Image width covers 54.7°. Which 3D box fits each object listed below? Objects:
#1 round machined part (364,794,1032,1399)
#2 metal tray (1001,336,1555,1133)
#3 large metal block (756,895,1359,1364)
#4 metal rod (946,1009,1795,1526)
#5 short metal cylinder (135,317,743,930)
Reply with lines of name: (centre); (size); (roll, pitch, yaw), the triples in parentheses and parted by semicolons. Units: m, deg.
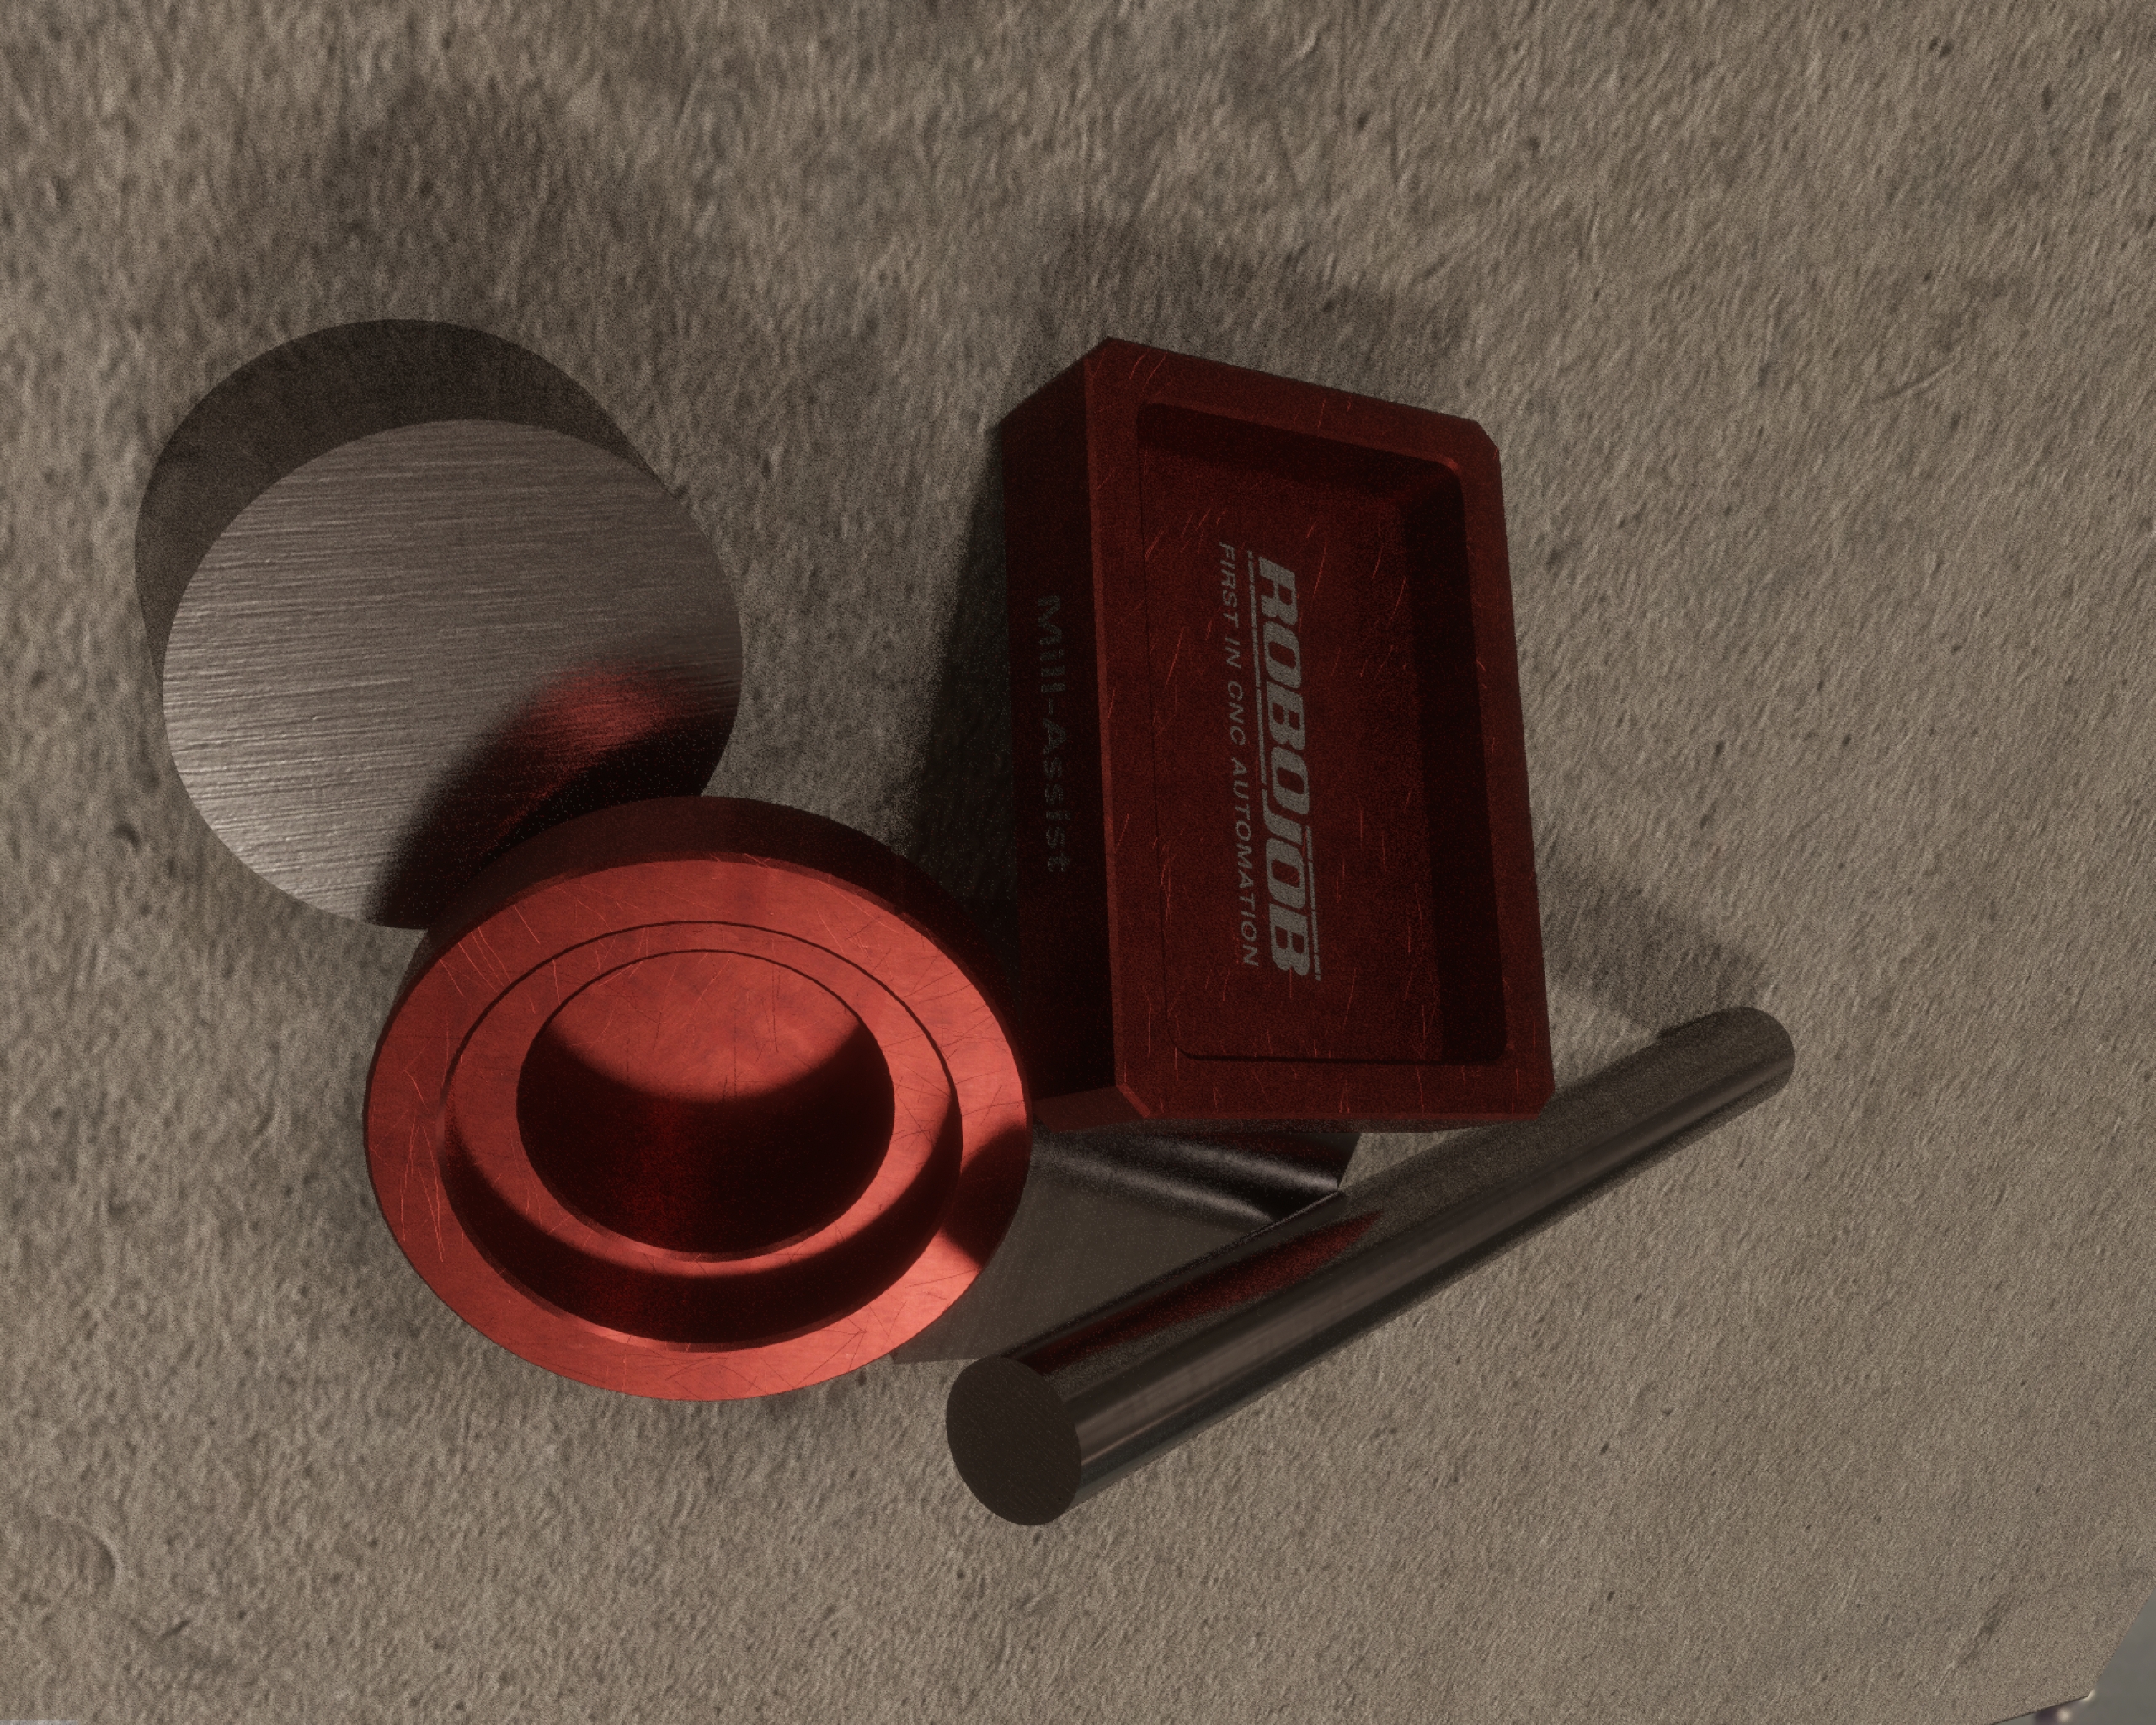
round machined part: (-0.058, 0.033, 0.330); (0.099, 0.042, 0.097); (-3, 116, -5)
metal tray: (0.035, -0.019, 0.365); (0.091, 0.030, 0.129); (5, 76, -31)
large metal block: (-0.006, 0.048, 0.400); (0.081, 0.080, 0.050); (4, 116, -31)
metal rod: (0.082, 0.066, 0.420); (0.302, 0.025, 0.025); (-11, 127, -52)
short metal cylinder: (-0.097, -0.037, 0.317); (0.081, 0.050, 0.079); (-14, 125, -21)
